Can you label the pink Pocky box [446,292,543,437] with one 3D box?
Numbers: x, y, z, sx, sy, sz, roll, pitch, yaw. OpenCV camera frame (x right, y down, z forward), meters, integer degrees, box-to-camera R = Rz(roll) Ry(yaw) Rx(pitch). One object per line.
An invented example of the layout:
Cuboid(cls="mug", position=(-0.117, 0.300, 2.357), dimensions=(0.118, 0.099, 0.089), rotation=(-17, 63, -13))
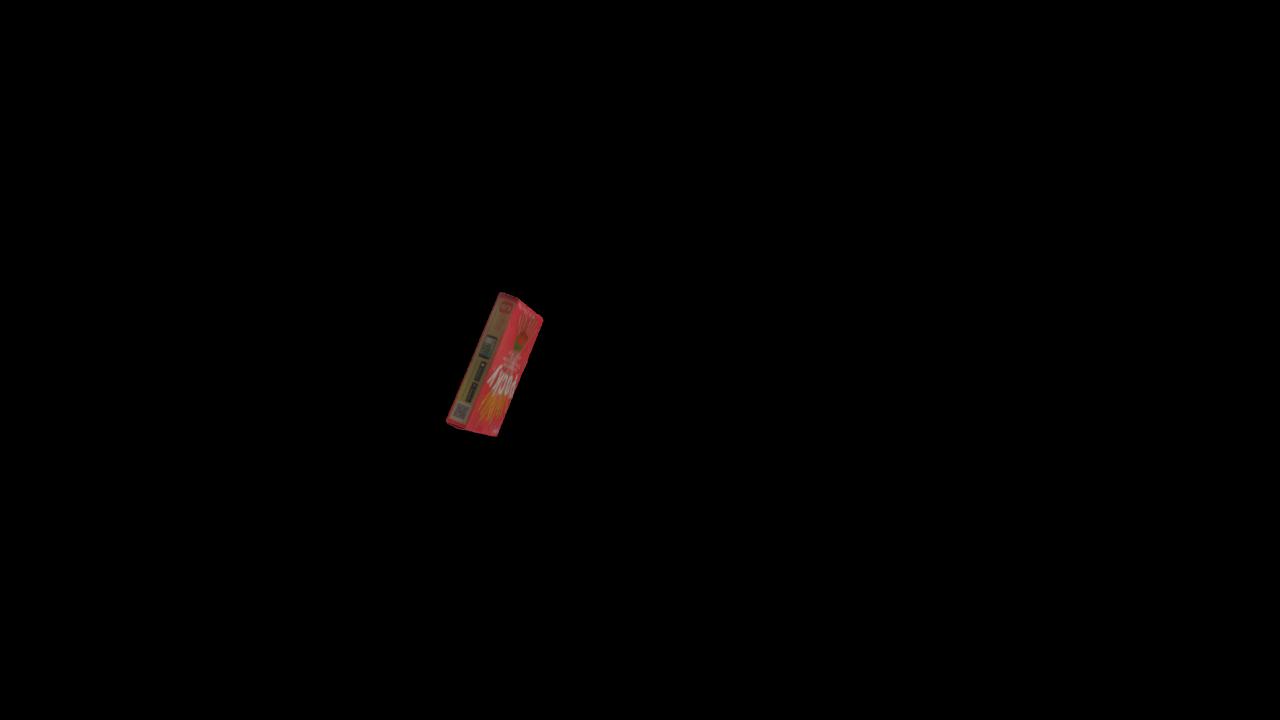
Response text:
Cuboid(cls="pink Pocky box", position=(-0.161, 0.008, 0.697), dimensions=(0.029, 0.155, 0.084), rotation=(19, -8, 14))
